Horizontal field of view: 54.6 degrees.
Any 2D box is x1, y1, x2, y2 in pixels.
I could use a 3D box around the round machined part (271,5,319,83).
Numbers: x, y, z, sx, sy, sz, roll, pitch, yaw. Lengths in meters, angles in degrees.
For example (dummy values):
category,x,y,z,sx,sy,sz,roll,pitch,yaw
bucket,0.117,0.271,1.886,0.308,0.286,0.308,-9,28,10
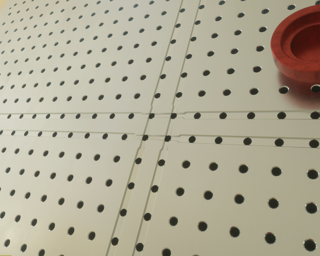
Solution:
category,x,y,z,sx,sy,sz,roll,pitch,yaw
round machined part,0.182,-0.092,0.358,0.098,0.042,0.098,-13,56,21
